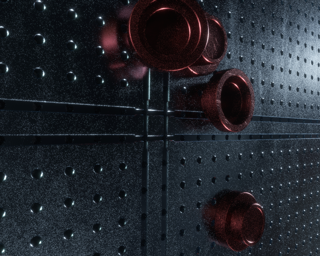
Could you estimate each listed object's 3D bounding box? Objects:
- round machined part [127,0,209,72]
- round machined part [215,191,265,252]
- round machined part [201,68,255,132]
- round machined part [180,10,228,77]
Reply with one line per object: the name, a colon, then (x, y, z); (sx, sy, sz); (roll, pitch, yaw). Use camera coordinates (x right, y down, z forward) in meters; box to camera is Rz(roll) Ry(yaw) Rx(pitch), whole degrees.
round machined part: (0.007, -0.119, 0.389); (0.099, 0.042, 0.097); (-1, 94, -13)
round machined part: (0.140, 0.157, 0.519); (0.099, 0.042, 0.097); (0, 90, -40)
round machined part: (0.103, -0.043, 0.487); (0.099, 0.042, 0.097); (0, 90, -40)
round machined part: (0.061, -0.125, 0.451); (0.099, 0.042, 0.097); (0, 90, -40)
